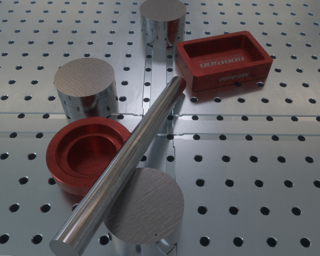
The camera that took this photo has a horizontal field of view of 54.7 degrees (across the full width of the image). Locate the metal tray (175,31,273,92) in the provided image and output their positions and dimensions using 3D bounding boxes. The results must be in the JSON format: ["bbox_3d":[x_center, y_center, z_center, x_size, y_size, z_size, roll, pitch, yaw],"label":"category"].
[{"bbox_3d":[0.100,-0.110,0.497,0.131,0.030,0.090,-13,51,-11],"label":"metal tray"}]

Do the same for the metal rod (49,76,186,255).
[{"bbox_3d":[-0.021,0.012,0.346,0.025,0.025,0.301,15,36,13],"label":"metal rod"}]

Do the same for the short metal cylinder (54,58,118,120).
[{"bbox_3d":[-0.102,-0.054,0.436,0.081,0.050,0.080,0,50,0],"label":"short metal cylinder"}]

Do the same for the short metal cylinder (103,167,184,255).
[{"bbox_3d":[-0.017,0.088,0.317,0.080,0.050,0.080,0,50,0],"label":"short metal cylinder"}]

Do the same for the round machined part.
[{"bbox_3d":[-0.078,0.037,0.365,0.099,0.042,0.098,0,50,0],"label":"round machined part"}]

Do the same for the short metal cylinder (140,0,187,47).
[{"bbox_3d":[0.005,-0.189,0.550,0.081,0.050,0.080,0,50,0],"label":"short metal cylinder"}]
